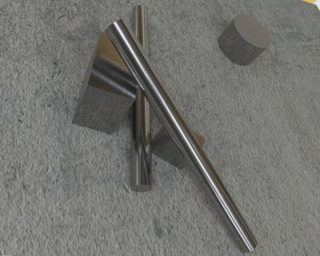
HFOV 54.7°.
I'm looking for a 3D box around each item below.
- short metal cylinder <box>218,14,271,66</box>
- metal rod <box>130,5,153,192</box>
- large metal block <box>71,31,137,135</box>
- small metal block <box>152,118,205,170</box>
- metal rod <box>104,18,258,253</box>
[{"bbox_3d":[0.156,-0.163,0.574,0.081,0.050,0.080,14,56,-21],"label":"short metal cylinder"},{"bbox_3d":[-0.027,-0.060,0.427,0.025,0.025,0.299,12,57,-23],"label":"metal rod"},{"bbox_3d":[-0.063,-0.050,0.366,0.050,0.080,0.080,17,55,-19],"label":"large metal block"},{"bbox_3d":[0.020,0.021,0.387,0.050,0.050,0.025,31,52,-9],"label":"small metal block"},{"bbox_3d":[0.031,0.019,0.347,0.025,0.025,0.299,-42,106,-39],"label":"metal rod"}]
